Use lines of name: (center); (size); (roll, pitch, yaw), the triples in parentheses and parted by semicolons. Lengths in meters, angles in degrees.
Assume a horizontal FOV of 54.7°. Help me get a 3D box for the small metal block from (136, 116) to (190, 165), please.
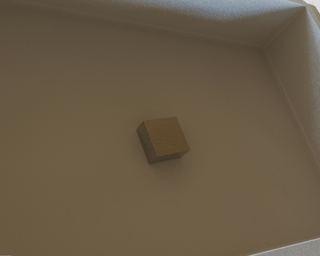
small metal block: (0.004, 0.015, 0.400); (0.050, 0.025, 0.050); (-8, 66, -32)
